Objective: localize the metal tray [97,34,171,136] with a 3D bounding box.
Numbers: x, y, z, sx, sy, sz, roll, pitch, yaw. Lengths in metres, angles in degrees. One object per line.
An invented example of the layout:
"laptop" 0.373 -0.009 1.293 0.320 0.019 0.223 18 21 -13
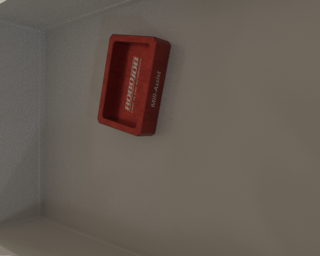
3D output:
"metal tray" -0.039 -0.061 0.433 0.090 0.030 0.129 17 101 38
